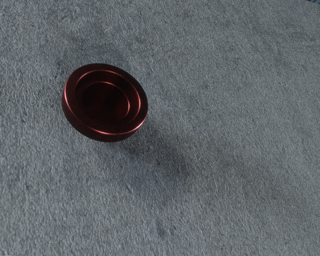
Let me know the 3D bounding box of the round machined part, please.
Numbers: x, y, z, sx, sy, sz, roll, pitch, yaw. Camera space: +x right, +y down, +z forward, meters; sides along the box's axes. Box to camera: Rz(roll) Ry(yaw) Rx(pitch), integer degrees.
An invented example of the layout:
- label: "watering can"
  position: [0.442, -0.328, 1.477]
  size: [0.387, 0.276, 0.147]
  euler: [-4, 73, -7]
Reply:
- label: "round machined part"
  position: [-0.067, -0.026, 0.372]
  size: [0.099, 0.042, 0.098]
  euler: [13, 56, -21]
